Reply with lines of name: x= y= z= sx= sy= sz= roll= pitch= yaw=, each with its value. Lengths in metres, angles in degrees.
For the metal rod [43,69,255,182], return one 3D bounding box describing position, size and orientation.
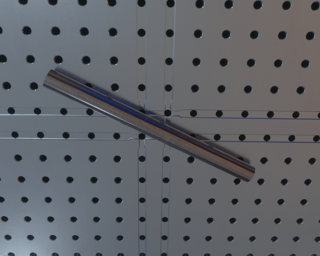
metal rod: x=-0.007 y=0.001 z=0.414 sx=0.301 sy=0.025 sz=0.025 roll=26 pitch=108 yaw=-10
